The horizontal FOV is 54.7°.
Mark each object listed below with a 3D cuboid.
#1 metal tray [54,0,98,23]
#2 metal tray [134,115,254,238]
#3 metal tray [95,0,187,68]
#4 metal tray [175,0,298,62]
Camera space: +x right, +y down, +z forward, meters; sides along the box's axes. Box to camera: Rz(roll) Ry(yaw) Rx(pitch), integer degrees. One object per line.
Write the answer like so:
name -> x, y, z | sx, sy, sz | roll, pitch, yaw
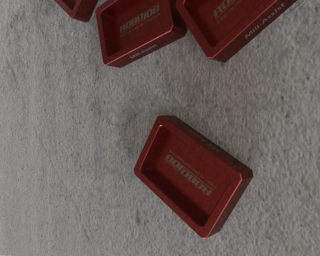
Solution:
metal tray -> -0.146, -0.249, 0.519 | 0.130, 0.030, 0.089 | 47, 118, 29
metal tray -> 0.033, 0.053, 0.372 | 0.130, 0.030, 0.089 | 38, 113, 33
metal tray -> -0.031, -0.147, 0.424 | 0.130, 0.030, 0.090 | -16, 80, 38
metal tray -> 0.086, -0.145, 0.329 | 0.129, 0.030, 0.090 | -40, 66, 32
